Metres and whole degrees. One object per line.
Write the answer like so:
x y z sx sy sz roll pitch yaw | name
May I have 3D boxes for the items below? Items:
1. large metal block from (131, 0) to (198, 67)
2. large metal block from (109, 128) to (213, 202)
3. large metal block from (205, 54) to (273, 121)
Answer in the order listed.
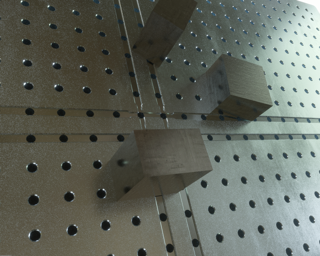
0.007 -0.155 0.473 0.050 0.080 0.080 30 52 -10 | large metal block
-0.002 0.042 0.348 0.081 0.080 0.050 -1 63 -29 | large metal block
0.126 -0.064 0.502 0.081 0.050 0.080 11 57 -23 | large metal block
